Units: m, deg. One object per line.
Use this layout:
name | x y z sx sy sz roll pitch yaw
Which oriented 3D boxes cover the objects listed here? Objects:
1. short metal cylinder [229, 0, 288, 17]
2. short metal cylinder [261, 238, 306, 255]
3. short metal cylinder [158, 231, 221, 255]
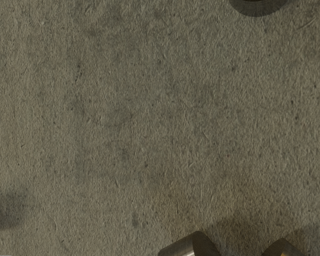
short metal cylinder | 0.114 -0.176 0.355 0.080 0.050 0.080 0 90 20
short metal cylinder | 0.131 0.168 0.333 0.050 0.080 0.080 39 102 16
short metal cylinder | 0.041 0.170 0.365 0.050 0.080 0.080 -34 79 17
